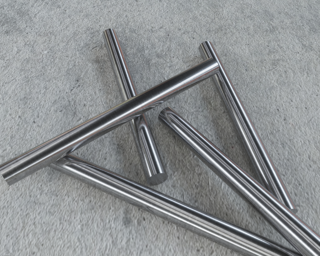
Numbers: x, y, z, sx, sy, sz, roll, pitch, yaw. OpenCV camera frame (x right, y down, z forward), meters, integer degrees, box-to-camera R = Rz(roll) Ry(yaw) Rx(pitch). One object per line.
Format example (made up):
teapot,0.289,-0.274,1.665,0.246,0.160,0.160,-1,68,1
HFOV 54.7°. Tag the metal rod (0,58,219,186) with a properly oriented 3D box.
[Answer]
metal rod,-0.044,-0.019,0.384,0.302,0.025,0.025,-30,56,-23

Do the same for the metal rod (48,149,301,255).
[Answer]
metal rod,-0.003,0.081,0.334,0.301,0.025,0.025,20,53,16

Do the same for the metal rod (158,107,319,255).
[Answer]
metal rod,0.095,0.066,0.330,0.025,0.025,0.300,-29,51,-22

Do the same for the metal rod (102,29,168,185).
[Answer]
metal rod,-0.045,-0.052,0.445,0.025,0.025,0.300,-13,51,-10

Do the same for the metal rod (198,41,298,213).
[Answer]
metal rod,0.105,-0.022,0.421,0.025,0.025,0.300,-8,51,-7
